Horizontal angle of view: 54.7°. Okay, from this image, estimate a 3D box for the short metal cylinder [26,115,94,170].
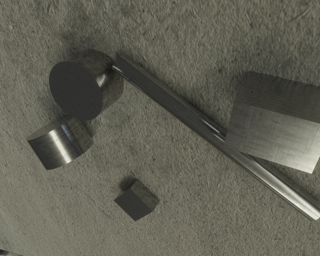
[{"bbox_3d":[-0.146,0.018,0.457,0.080,0.080,0.050,-14,111,33],"label":"short metal cylinder"}]

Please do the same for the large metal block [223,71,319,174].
[{"bbox_3d":[0.116,-0.011,0.303,0.080,0.080,0.050,17,125,18],"label":"large metal block"}]

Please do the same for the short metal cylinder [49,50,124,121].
[{"bbox_3d":[-0.095,-0.056,0.404,0.080,0.050,0.079,13,124,20],"label":"short metal cylinder"}]

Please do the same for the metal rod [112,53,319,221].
[{"bbox_3d":[0.068,0.010,0.376,0.300,0.025,0.025,38,129,2],"label":"metal rod"}]

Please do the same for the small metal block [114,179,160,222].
[{"bbox_3d":[-0.038,0.116,0.497,0.050,0.025,0.050,46,129,-5],"label":"small metal block"}]
